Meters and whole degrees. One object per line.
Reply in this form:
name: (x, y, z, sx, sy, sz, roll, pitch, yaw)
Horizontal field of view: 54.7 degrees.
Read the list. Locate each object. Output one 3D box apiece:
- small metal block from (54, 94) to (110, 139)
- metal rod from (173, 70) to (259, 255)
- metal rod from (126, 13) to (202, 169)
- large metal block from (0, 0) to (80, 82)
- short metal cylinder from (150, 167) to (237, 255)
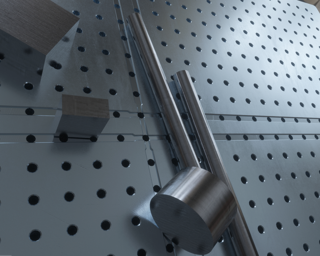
small metal block: (-0.090, -0.012, 0.352, 0.050, 0.050, 0.025, 5, 60, -26)
metal rod: (0.073, 0.050, 0.418, 0.025, 0.025, 0.299, -3, 63, -30)
metal rod: (0.006, -0.043, 0.439, 0.025, 0.025, 0.299, -6, 65, -31)
large metal block: (-0.158, -0.117, 0.379, 0.080, 0.050, 0.080, 30, 52, -9)
short metal cylinder: (0.036, 0.089, 0.339, 0.080, 0.080, 0.050, 48, 51, 5)
